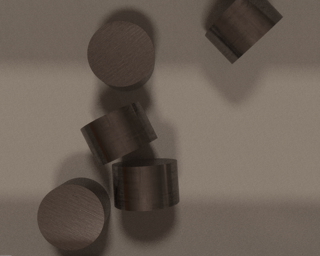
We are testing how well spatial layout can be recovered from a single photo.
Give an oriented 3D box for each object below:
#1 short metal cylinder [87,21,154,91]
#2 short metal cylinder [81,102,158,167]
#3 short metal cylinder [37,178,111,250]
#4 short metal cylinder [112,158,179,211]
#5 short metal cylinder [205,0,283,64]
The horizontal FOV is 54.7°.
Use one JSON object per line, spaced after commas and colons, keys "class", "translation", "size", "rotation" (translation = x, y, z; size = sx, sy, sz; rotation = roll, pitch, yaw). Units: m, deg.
{"class": "short metal cylinder", "translation": [-0.047, -0.090, 0.398], "size": [0.081, 0.050, 0.079], "rotation": [0, 90, -1]}
{"class": "short metal cylinder", "translation": [-0.050, 0.007, 0.383], "size": [0.080, 0.080, 0.050], "rotation": [-26, 90, 0]}
{"class": "short metal cylinder", "translation": [-0.107, 0.108, 0.398], "size": [0.081, 0.050, 0.079], "rotation": [0, 90, -1]}
{"class": "short metal cylinder", "translation": [-0.017, 0.067, 0.384], "size": [0.081, 0.080, 0.050], "rotation": [-4, 90, -1]}
{"class": "short metal cylinder", "translation": [0.103, -0.126, 0.385], "size": [0.080, 0.080, 0.050], "rotation": [-43, 90, 0]}
